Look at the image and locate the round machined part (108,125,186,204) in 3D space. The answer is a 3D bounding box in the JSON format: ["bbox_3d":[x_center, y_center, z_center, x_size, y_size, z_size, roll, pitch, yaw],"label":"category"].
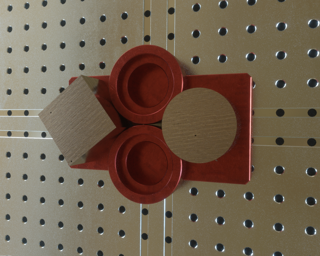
[{"bbox_3d":[-0.014,0.045,0.398,0.098,0.042,0.097,0,90,20],"label":"round machined part"}]

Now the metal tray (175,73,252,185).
[{"bbox_3d":[0.067,0.000,0.384,0.090,0.030,0.129,1,90,19],"label":"metal tray"}]

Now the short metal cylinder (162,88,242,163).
[{"bbox_3d":[0.048,-0.003,0.349,0.080,0.050,0.079,0,90,20],"label":"short metal cylinder"}]

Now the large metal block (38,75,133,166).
[{"bbox_3d":[-0.095,-0.009,0.400,0.080,0.050,0.080,-38,78,16],"label":"large metal block"}]

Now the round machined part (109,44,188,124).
[{"bbox_3d":[-0.012,-0.054,0.398,0.098,0.042,0.097,0,90,20],"label":"round machined part"}]

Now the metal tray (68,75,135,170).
[{"bbox_3d":[-0.083,-0.007,0.439,0.090,0.030,0.129,1,90,18],"label":"metal tray"}]
